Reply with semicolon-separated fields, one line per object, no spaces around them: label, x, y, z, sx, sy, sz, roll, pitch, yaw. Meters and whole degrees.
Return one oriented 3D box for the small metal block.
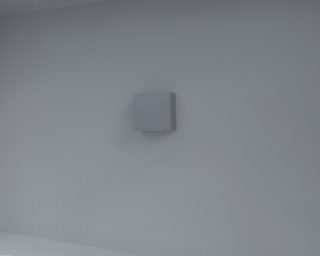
small metal block;-0.006;-0.021;0.412;0.050;0.025;0.050;-1;90;19
